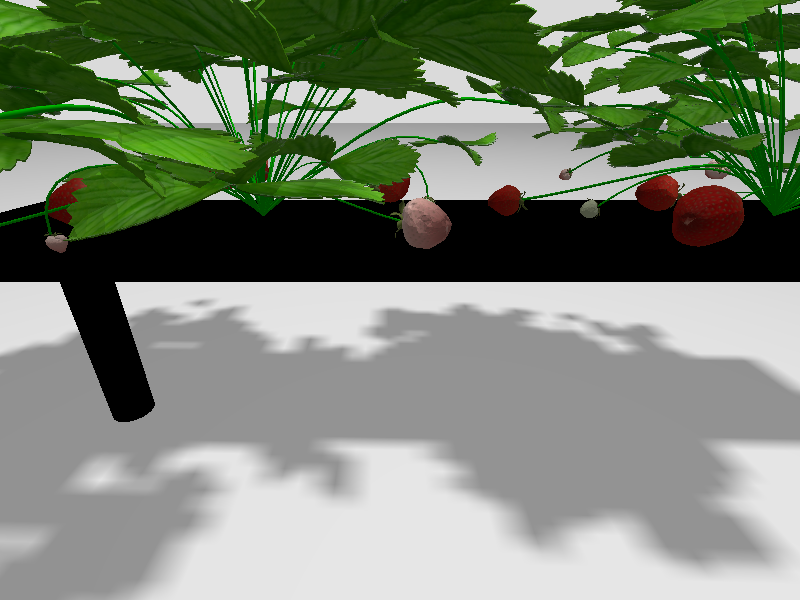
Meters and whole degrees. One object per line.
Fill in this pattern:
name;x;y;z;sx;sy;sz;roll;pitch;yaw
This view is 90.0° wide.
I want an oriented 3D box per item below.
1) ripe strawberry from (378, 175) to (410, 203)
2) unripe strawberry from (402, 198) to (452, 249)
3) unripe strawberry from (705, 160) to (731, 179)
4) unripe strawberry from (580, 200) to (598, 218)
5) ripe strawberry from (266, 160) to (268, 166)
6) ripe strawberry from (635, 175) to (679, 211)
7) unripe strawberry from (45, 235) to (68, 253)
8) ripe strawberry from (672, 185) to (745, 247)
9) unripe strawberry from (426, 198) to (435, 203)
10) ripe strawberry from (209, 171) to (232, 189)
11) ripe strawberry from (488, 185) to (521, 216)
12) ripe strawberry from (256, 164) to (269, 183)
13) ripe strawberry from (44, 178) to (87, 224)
ripe strawberry;-0.008;-0.120;0.407;0.040;0.040;0.037;-14;29;-28
unripe strawberry;0.017;-0.049;0.258;0.032;0.033;0.029;17;30;31
unripe strawberry;0.411;-0.167;0.519;0.028;0.025;0.026;10;-9;21
unripe strawberry;0.160;-0.077;0.339;0.014;0.015;0.013;-14;26;2
ripe strawberry;-0.203;-0.193;0.566;0.033;0.035;0.036;-8;8;-17
ripe strawberry;0.235;-0.098;0.369;0.033;0.032;0.031;6;26;14
unripe strawberry;-0.217;-0.036;0.254;0.013;0.011;0.011;22;33;38
ripe strawberry;0.203;-0.055;0.268;0.042;0.041;0.039;-16;30;-30
unripe strawberry;0.023;-0.078;0.328;0.011;0.011;0.011;3;26;7
ripe strawberry;-0.202;-0.149;0.460;0.037;0.042;0.040;-15;29;-29
ripe strawberry;0.091;-0.087;0.350;0.027;0.026;0.025;0;25;1
ripe strawberry;-0.176;-0.161;0.498;0.026;0.030;0.028;-8;26;-17
ripe strawberry;-0.245;-0.072;0.305;0.041;0.040;0.038;-9;27;-17
